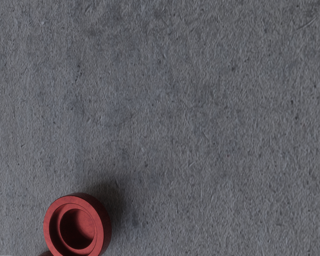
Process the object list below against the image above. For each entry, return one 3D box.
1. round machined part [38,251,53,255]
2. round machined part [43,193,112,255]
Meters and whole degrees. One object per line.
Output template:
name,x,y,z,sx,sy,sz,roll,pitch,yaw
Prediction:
round machined part,-0.169,0.239,0.459,0.098,0.042,0.097,0,90,20
round machined part,-0.111,0.140,0.439,0.098,0.042,0.097,0,90,20
